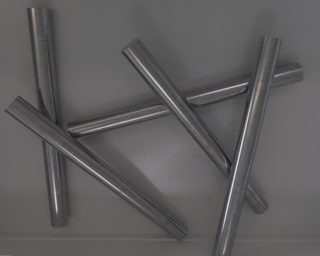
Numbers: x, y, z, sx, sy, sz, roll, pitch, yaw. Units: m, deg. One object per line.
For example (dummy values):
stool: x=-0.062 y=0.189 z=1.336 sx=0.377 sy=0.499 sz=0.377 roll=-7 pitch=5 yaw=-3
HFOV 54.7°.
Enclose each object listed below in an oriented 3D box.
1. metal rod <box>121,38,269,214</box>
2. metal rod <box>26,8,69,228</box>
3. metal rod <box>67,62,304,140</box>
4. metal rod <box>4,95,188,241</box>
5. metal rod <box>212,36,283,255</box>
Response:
metal rod: x=0.057 y=0.013 z=0.395 sx=0.025 sy=0.025 sz=0.300 roll=-36 pitch=114 yaw=12
metal rod: x=-0.145 y=0.001 z=0.410 sx=0.025 sy=0.025 sz=0.298 roll=1 pitch=110 yaw=-1
metal rod: x=0.028 y=-0.033 z=0.399 sx=0.301 sy=0.025 sz=0.025 roll=-14 pitch=110 yaw=5
metal rod: x=-0.071 y=0.065 z=0.418 sx=0.025 sy=0.025 sz=0.300 roll=-42 pitch=111 yaw=14
metal rod: x=0.105 y=0.040 z=0.390 sx=0.025 sy=0.025 sz=0.298 roll=8 pitch=105 yaw=-3
